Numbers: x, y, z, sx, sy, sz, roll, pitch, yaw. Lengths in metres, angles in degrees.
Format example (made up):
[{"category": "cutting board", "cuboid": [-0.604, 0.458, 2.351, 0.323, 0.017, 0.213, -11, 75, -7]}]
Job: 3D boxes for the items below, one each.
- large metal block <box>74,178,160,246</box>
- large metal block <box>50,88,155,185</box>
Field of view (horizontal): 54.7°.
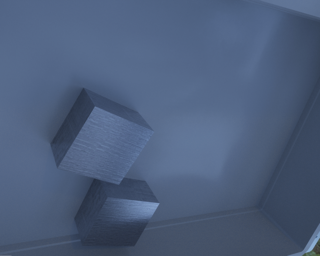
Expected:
[{"category": "large metal block", "cuboid": [-0.061, 0.115, 0.431, 0.081, 0.050, 0.080, 17, 110, -35]}, {"category": "large metal block", "cuboid": [-0.068, 0.012, 0.362, 0.080, 0.050, 0.080, 24, 105, -37]}]
